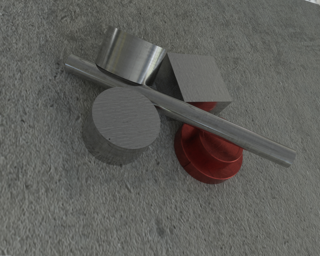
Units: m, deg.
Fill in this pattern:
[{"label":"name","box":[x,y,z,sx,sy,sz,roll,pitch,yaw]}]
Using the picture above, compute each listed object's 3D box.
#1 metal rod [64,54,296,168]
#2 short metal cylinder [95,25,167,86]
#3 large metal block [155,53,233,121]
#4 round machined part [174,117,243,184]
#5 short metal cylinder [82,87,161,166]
[{"label":"metal rod","box":[0.023,-0.023,0.388,0.301,0.025,0.025,24,52,3]},{"label":"short metal cylinder","box":[-0.037,-0.094,0.402,0.080,0.050,0.080,22,14,-6]},{"label":"large metal block","box":[0.045,-0.058,0.446,0.081,0.050,0.080,-3,63,-30]},{"label":"round machined part","box":[0.072,0.023,0.418,0.099,0.042,0.098,14,56,-21]},{"label":"short metal cylinder","box":[-0.046,-0.001,0.366,0.081,0.050,0.080,14,56,-21]}]
